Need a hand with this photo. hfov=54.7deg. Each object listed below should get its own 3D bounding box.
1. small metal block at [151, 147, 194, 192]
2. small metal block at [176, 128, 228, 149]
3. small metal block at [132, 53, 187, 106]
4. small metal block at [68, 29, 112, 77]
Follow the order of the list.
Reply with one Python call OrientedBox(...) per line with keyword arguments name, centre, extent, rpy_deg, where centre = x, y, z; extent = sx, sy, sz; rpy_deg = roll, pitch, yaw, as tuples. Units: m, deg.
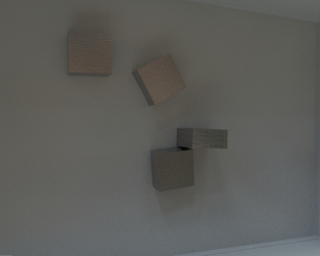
OrientedBox(name="small metal block", centre=(0.017, 0.054, 0.413), extent=(0.050, 0.025, 0.050), rpy_deg=(-6, 100, -20))
OrientedBox(name="small metal block", centre=(0.056, 0.014, 0.418), extent=(0.050, 0.050, 0.025), rpy_deg=(3, 89, -20))
OrientedBox(name="small metal block", centre=(-0.001, -0.063, 0.410), extent=(0.050, 0.025, 0.050), rpy_deg=(-30, 100, -18))
OrientedBox(name="small metal block", centre=(-0.086, -0.090, 0.378), extent=(0.050, 0.025, 0.050), rpy_deg=(-1, 91, -20))
